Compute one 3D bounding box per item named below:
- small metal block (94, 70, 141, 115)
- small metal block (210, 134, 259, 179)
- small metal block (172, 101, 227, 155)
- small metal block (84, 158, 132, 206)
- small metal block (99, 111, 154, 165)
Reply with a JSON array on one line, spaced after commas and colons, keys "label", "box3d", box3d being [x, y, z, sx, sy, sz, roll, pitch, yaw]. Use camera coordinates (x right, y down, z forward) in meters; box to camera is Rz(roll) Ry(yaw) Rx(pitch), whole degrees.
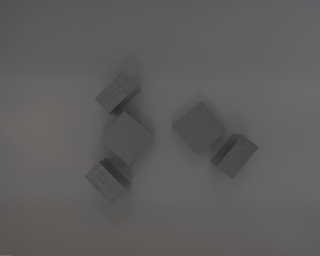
[{"label": "small metal block", "box3d": [-0.052, -0.044, 0.398, 0.050, 0.050, 0.025, -44, 90, 0]}, {"label": "small metal block", "box3d": [0.094, 0.035, 0.399, 0.025, 0.050, 0.050, 39, 90, 0]}, {"label": "small metal block", "box3d": [0.051, 0.000, 0.412, 0.050, 0.025, 0.050, -40, 90, 0]}, {"label": "small metal block", "box3d": [-0.065, 0.067, 0.398, 0.025, 0.050, 0.050, -45, 90, 0]}, {"label": "small metal block", "box3d": [-0.043, 0.013, 0.411, 0.050, 0.025, 0.050, 41, 90, 0]}]
